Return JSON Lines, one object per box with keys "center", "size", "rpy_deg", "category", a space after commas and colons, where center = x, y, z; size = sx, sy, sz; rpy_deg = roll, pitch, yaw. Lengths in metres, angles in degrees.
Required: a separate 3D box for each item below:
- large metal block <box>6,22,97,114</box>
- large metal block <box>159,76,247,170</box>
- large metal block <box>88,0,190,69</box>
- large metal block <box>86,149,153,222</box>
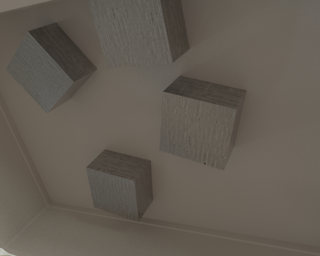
{"center": [-0.147, -0.080, 0.418], "size": [0.080, 0.050, 0.080], "rpy_deg": [49, 128, -7], "category": "large metal block"}
{"center": [0.048, -0.008, 0.362], "size": [0.080, 0.050, 0.079], "rpy_deg": [16, 125, 18], "category": "large metal block"}
{"center": [-0.021, -0.113, 0.332], "size": [0.080, 0.050, 0.079], "rpy_deg": [1, 119, 27], "category": "large metal block"}
{"center": [-0.059, 0.087, 0.476], "size": [0.080, 0.050, 0.079], "rpy_deg": [11, 123, 21], "category": "large metal block"}
